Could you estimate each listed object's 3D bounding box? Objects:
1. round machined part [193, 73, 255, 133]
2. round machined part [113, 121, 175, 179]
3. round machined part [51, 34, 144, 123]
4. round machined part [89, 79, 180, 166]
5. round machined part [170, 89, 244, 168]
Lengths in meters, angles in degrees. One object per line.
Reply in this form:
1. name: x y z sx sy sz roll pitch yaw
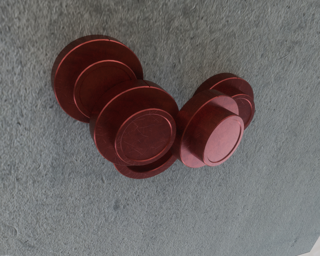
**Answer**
1. round machined part: 0.093 -0.024 0.434 0.099 0.042 0.097 -14 125 -21
2. round machined part: -0.020 0.014 0.396 0.099 0.042 0.097 -14 125 -21
3. round machined part: -0.063 -0.047 0.334 0.099 0.042 0.097 -14 125 -21
4. round machined part: -0.022 0.001 0.332 0.099 0.042 0.097 -14 125 -21
5. round machined part: 0.062 0.007 0.369 0.099 0.042 0.097 -24 131 -31
